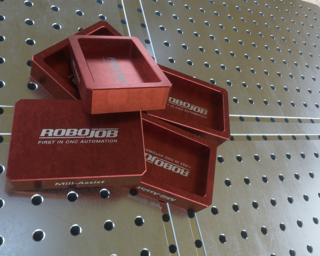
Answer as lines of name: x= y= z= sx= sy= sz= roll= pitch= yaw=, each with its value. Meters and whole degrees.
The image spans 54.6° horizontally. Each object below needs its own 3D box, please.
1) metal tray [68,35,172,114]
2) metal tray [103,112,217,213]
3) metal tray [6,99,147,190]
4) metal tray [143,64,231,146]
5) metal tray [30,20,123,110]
metal tray: x=-0.052 y=-0.068 z=0.363 sx=0.091 sy=0.030 sz=0.130 roll=-5 pitch=40 yaw=-22
metal tray: x=0.004 y=0.040 z=0.381 sx=0.131 sy=0.030 sz=0.090 roll=23 pitch=54 yaw=-14
metal tray: x=-0.084 y=0.015 z=0.328 sx=0.131 sy=0.030 sz=0.090 roll=-1 pitch=62 yaw=-13
metal tray: x=0.036 y=-0.032 z=0.441 sx=0.131 sy=0.030 sz=0.090 roll=17 pitch=56 yaw=-19
metal tray: x=-0.087 y=-0.081 z=0.406 sx=0.090 sy=0.030 sz=0.131 roll=42 pitch=51 yaw=2
